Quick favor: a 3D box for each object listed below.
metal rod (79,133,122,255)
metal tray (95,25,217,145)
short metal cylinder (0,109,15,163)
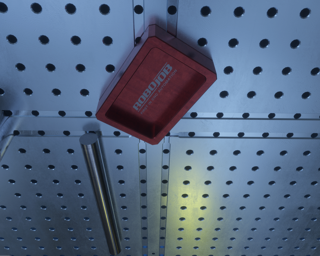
[{"bbox_3d":[-0.093,0.128,0.519,0.025,0.025,0.298,-2,130,1],"label":"metal rod"},{"bbox_3d":[-0.007,-0.044,0.370,0.090,0.030,0.129,27,125,-22],"label":"metal tray"},{"bbox_3d":[-0.239,0.012,0.402,0.081,0.050,0.079,-1,130,0],"label":"short metal cylinder"}]
